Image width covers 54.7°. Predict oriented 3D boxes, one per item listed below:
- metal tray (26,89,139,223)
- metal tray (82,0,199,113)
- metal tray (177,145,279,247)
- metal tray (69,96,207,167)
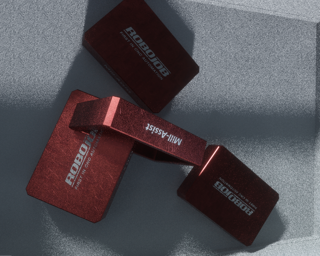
[{"bbox_3d":[-0.083,0.031,0.360,0.090,0.030,0.130,22,82,4],"label":"metal tray"},{"bbox_3d":[-0.022,-0.093,0.399,0.090,0.030,0.130,-46,105,-14],"label":"metal tray"},{"bbox_3d":[0.100,0.096,0.445,0.130,0.030,0.090,40,77,-16],"label":"metal tray"},{"bbox_3d":[-0.023,0.008,0.348,0.131,0.090,0.030,26,73,-35],"label":"metal tray"}]
